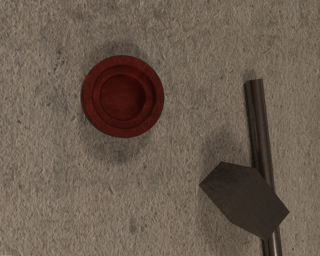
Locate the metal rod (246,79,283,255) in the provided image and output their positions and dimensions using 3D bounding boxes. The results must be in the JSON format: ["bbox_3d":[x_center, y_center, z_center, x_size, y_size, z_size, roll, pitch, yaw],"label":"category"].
[{"bbox_3d":[0.160,0.076,0.469,0.025,0.025,0.298,-8,93,-20],"label":"metal rod"}]

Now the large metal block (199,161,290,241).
[{"bbox_3d":[0.112,0.096,0.423,0.050,0.080,0.080,-44,104,-15],"label":"large metal block"}]

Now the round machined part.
[{"bbox_3d":[-0.048,-0.037,0.383,0.099,0.042,0.097,0,90,-21],"label":"round machined part"}]
